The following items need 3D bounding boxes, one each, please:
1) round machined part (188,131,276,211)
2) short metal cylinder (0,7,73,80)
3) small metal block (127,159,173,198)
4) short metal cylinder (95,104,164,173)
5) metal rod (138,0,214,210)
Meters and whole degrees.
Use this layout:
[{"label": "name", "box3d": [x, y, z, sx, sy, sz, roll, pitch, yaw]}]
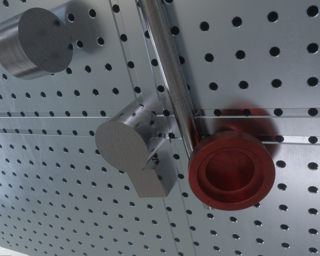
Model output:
[{"label": "round machined part", "box3d": [0.083, 0.047, 0.372, 0.099, 0.042, 0.097, 2, 113, 5]}, {"label": "short metal cylinder", "box3d": [-0.159, -0.105, 0.395, 0.050, 0.080, 0.080, -7, 115, 31]}, {"label": "small metal block", "box3d": [-0.015, 0.077, 0.467, 0.050, 0.025, 0.050, -10, 114, 32]}, {"label": "short metal cylinder", "box3d": [-0.041, 0.014, 0.425, 0.080, 0.050, 0.079, 13, 124, 21]}, {"label": "metal rod", "box3d": [0.029, -0.023, 0.381, 0.025, 0.025, 0.298, -5, 116, 30]}]
